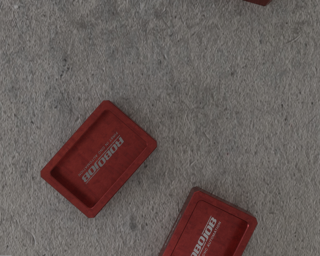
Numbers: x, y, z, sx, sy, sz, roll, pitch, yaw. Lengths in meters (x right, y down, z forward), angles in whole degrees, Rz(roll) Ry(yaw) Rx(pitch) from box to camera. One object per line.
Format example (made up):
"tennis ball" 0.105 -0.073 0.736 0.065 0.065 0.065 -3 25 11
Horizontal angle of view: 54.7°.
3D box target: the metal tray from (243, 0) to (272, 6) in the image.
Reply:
"metal tray" 0.097 -0.225 0.408 0.131 0.030 0.090 15 90 0

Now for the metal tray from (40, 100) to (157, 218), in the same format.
"metal tray" -0.078 0.039 0.406 0.090 0.030 0.130 41 90 0

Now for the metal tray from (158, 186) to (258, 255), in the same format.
"metal tray" 0.057 0.155 0.407 0.090 0.030 0.130 26 90 0
